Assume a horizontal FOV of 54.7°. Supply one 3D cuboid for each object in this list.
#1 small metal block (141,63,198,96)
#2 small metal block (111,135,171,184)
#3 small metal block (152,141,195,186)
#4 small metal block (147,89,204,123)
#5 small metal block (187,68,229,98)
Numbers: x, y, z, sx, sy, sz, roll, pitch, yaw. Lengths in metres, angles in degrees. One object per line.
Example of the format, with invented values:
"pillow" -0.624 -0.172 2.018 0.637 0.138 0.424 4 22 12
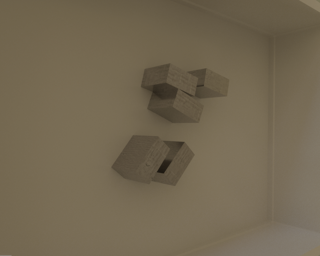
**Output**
"small metal block" 0.012 -0.059 0.402 0.050 0.050 0.025 19 78 -39
"small metal block" -0.023 0.036 0.373 0.025 0.050 0.050 48 61 -30
"small metal block" 0.008 0.044 0.400 0.025 0.050 0.050 51 60 -28
"small metal block" 0.020 -0.028 0.410 0.050 0.050 0.025 28 73 -37
"small metal block" 0.063 -0.063 0.445 0.050 0.050 0.025 15 80 -39
